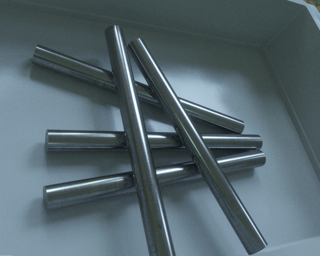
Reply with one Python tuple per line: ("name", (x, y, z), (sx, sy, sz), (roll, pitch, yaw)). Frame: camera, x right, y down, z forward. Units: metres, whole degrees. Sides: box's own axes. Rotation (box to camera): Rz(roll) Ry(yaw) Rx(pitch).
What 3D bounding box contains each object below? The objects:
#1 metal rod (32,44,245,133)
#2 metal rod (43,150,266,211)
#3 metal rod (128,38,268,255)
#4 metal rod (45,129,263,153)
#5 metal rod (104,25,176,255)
("metal rod", (-0.016, -0.045, 0.423), (0.302, 0.025, 0.025), (18, 55, -18))
("metal rod", (0.017, 0.057, 0.380), (0.303, 0.025, 0.025), (-5, 65, -31))
("metal rod", (0.038, 0.011, 0.387), (0.025, 0.025, 0.299), (-19, 72, -36))
("metal rod", (0.013, 0.018, 0.401), (0.303, 0.025, 0.025), (2, 61, -28))
("metal rod", (-0.028, 0.002, 0.355), (0.025, 0.025, 0.299), (0, 62, -29))
